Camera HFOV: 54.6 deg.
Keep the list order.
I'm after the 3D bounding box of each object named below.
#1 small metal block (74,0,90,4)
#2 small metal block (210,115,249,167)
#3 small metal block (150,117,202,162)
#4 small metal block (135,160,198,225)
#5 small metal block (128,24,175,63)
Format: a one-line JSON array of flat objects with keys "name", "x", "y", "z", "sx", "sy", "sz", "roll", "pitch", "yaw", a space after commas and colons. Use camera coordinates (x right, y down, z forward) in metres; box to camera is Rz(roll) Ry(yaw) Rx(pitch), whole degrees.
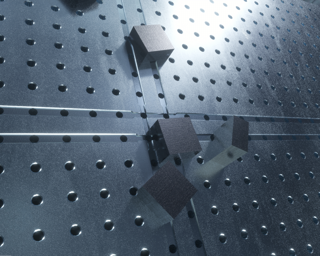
[{"name": "small metal block", "x": -0.122, "y": -0.225, "z": 0.480, "sx": 0.050, "sy": 0.025, "sz": 0.050, "roll": 48, "pitch": 51, "yaw": 5}, {"name": "small metal block", "x": 0.097, "y": 0.018, "z": 0.432, "sx": 0.025, "sy": 0.050, "sz": 0.050, "roll": 24, "pitch": 53, "yaw": -14}, {"name": "small metal block", "x": 0.021, "y": 0.015, "z": 0.410, "sx": 0.050, "sy": 0.025, "sz": 0.050, "roll": -5, "pitch": 64, "yaw": -30}, {"name": "small metal block", "x": 0.008, "y": 0.075, "z": 0.366, "sx": 0.050, "sy": 0.025, "sz": 0.050, "roll": 46, "pitch": 51, "yaw": 4}, {"name": "small metal block", "x": -0.014, "y": -0.132, "z": 0.481, "sx": 0.050, "sy": 0.025, "sz": 0.050, "roll": -17, "pitch": 71, "yaw": -35}]
